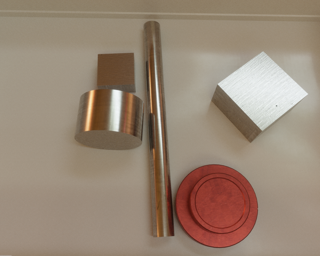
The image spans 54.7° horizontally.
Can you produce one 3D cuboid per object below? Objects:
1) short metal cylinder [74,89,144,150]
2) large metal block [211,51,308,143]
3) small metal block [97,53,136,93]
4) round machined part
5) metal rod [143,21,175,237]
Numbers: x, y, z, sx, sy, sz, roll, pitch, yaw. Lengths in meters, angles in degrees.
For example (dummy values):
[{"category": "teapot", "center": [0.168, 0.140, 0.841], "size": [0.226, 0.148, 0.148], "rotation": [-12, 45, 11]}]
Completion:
[{"category": "short metal cylinder", "center": [-0.061, -0.008, 0.382], "size": [0.081, 0.080, 0.050], "rotation": [2, 70, 0]}, {"category": "large metal block", "center": [0.129, -0.041, 0.413], "size": [0.080, 0.050, 0.080], "rotation": [-36, 74, -13]}, {"category": "small metal block", "center": [-0.061, -0.077, 0.437], "size": [0.050, 0.025, 0.050], "rotation": [-3, 70, -2]}, {"category": "round machined part", "center": [0.068, 0.091, 0.368], "size": [0.099, 0.042, 0.098], "rotation": [0, 70, -1]}, {"category": "metal rod", "center": [-0.004, -0.013, 0.414], "size": [0.025, 0.025, 0.299], "rotation": [-3, 70, -2]}]
